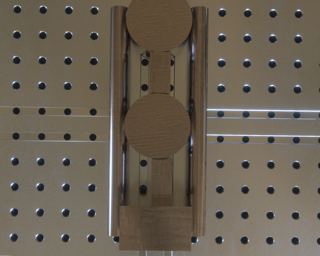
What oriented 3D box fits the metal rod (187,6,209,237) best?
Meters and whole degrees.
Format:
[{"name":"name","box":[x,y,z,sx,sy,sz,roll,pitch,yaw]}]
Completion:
[{"name":"metal rod","box":[0.050,-0.008,0.413,0.025,0.025,0.298,1,90,0]}]

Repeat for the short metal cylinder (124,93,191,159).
[{"name":"short metal cylinder","box":[-0.003,-0.003,0.400,0.081,0.050,0.080,0,90,0]}]

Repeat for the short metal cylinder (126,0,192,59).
[{"name":"short metal cylinder","box":[-0.001,-0.132,0.400,0.081,0.050,0.080,0,90,0]}]

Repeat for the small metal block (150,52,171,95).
[{"name":"small metal block","box":[0.000,-0.068,0.399,0.025,0.050,0.050,1,90,0]}]

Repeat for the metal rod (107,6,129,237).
[{"name":"metal rod","box":[-0.055,-0.009,0.412,0.025,0.025,0.298,1,90,0]}]

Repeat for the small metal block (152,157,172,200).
[{"name":"small metal block","box":[0.002,0.063,0.400,0.025,0.050,0.050,0,90,0]}]

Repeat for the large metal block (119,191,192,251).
[{"name":"large metal block","box":[-0.005,0.112,0.386,0.081,0.080,0.050,1,90,0]}]
